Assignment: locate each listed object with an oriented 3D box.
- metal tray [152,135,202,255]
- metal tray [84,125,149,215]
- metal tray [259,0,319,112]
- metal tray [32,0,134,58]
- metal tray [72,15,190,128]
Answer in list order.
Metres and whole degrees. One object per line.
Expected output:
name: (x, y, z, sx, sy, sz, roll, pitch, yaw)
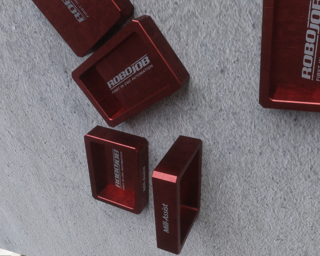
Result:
metal tray: (0.026, 0.086, 0.404, 0.030, 0.090, 0.129, 11, 123, 22)
metal tray: (-0.065, 0.066, 0.478, 0.090, 0.030, 0.129, 14, 124, 20)
metal tray: (0.141, -0.079, 0.280, 0.090, 0.030, 0.129, 7, 122, 24)
metal tray: (-0.103, -0.160, 0.359, 0.090, 0.030, 0.130, -31, 101, 38)
metal tray: (-0.040, -0.064, 0.384, 0.130, 0.030, 0.090, -27, 104, 37)
